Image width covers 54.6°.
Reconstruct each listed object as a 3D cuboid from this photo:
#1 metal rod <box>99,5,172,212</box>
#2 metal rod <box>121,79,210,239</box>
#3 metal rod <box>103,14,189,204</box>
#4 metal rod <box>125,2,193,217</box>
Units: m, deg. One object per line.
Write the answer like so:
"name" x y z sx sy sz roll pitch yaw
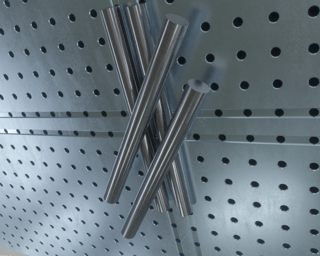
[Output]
"metal rod" -0.026 -0.008 0.421 0.025 0.025 0.298 1 119 28
"metal rod" -0.005 0.063 0.421 0.025 0.025 0.298 30 128 9
"metal rod" -0.030 0.001 0.397 0.025 0.025 0.298 30 128 9
"metal rod" 0.005 -0.005 0.406 0.025 0.025 0.298 1 119 28
